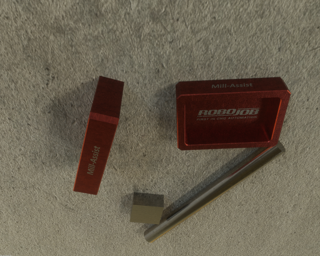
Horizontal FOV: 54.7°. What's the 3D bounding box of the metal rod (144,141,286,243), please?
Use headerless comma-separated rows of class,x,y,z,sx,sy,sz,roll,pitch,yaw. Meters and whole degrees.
metal rod,0.073,0.113,0.504,0.025,0.025,0.299,31,123,-24

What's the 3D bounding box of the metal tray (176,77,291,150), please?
metal tray,0.086,-0.016,0.391,0.131,0.030,0.089,-3,130,1

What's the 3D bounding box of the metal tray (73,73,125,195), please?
metal tray,-0.077,0.009,0.386,0.030,0.090,0.129,13,128,-12

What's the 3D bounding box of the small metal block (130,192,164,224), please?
small metal block,-0.022,0.136,0.523,0.050,0.025,0.050,7,130,-7
